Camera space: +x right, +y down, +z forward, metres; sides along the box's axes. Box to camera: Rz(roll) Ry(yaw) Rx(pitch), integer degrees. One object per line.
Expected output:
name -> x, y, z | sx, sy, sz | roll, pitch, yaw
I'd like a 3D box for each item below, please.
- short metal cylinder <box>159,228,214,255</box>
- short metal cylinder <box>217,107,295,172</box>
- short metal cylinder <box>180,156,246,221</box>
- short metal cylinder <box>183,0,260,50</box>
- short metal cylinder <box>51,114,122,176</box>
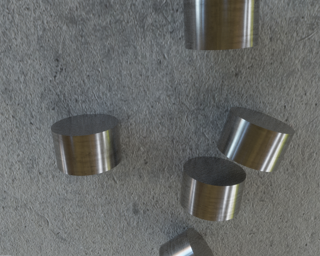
short metal cylinder -> 0.043, 0.195, 0.453 | 0.050, 0.080, 0.080 | -36, 106, 12
short metal cylinder -> 0.118, 0.012, 0.386 | 0.080, 0.080, 0.050 | 15, 109, -6
short metal cylinder -> 0.069, 0.078, 0.409 | 0.081, 0.080, 0.050 | 4, 110, -2
short metal cylinder -> 0.067, -0.116, 0.338 | 0.080, 0.080, 0.050 | -4, 110, 1
short metal cylinder -> -0.090, 0.018, 0.386 | 0.080, 0.080, 0.050 | -2, 110, 0
